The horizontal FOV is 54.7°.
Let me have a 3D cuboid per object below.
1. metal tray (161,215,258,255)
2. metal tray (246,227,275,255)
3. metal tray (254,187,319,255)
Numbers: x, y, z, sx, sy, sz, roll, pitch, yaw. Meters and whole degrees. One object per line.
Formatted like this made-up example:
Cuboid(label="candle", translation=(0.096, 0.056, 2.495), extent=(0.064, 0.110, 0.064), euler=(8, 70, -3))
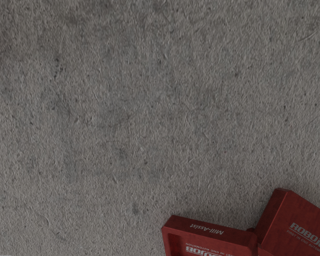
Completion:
Cuboid(label="metal tray", translation=(0.070, 0.181, 0.442), extent=(0.130, 0.030, 0.089), euler=(4, 114, 30))
Cuboid(label="metal tray", translation=(0.180, 0.219, 0.489), extent=(0.131, 0.030, 0.089), euler=(21, 109, -8))
Cuboid(label="metal tray", translation=(0.206, 0.156, 0.445), extent=(0.130, 0.030, 0.090), euler=(32, 80, -10))
